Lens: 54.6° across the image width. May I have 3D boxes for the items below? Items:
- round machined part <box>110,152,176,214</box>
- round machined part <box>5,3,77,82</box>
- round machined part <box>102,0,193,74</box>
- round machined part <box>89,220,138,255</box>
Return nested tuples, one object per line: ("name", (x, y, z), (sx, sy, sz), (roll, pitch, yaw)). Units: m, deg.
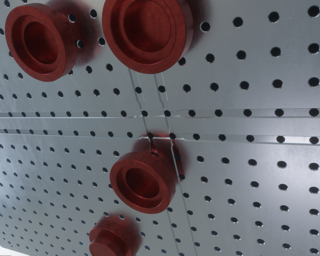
("round machined part", (-0.022, 0.076, 0.459), (0.098, 0.042, 0.097), (13, 124, 21))
("round machined part", (-0.150, -0.114, 0.410), (0.098, 0.042, 0.097), (13, 124, 21))
("round machined part", (-0.010, -0.112, 0.337), (0.098, 0.042, 0.097), (13, 124, 21))
("round machined part", (-0.096, 0.228, 0.592), (0.098, 0.042, 0.097), (13, 124, 21))
